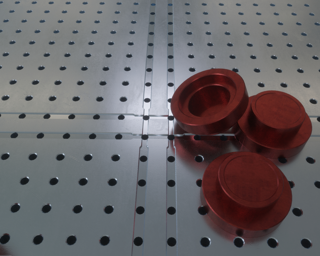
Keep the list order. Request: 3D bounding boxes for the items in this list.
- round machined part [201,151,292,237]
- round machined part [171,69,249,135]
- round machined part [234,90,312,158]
[{"bbox_3d":[0.096,0.065,0.343,0.099,0.042,0.098,0,50,0],"label":"round machined part"},{"bbox_3d":[0.067,-0.029,0.407,0.098,0.042,0.098,-16,46,17],"label":"round machined part"},{"bbox_3d":[0.149,-0.012,0.407,0.099,0.042,0.098,0,50,0],"label":"round machined part"}]
